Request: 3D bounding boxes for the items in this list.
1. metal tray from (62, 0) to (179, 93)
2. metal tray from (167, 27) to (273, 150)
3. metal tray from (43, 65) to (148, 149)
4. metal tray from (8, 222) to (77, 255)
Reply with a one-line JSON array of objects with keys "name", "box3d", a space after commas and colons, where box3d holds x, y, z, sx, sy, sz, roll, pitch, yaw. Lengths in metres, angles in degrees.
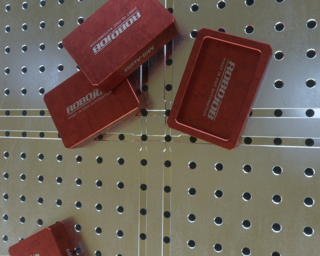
[{"name": "metal tray", "box3d": [-0.053, -0.120, 0.406, 0.130, 0.030, 0.090, -40, 70, 2]}, {"name": "metal tray", "box3d": [0.073, -0.048, 0.383, 0.090, 0.030, 0.129, 21, 97, 18]}, {"name": "metal tray", "box3d": [-0.094, -0.038, 0.442, 0.130, 0.030, 0.090, -29, 81, 17]}, {"name": "metal tray", "box3d": [-0.164, 0.220, 0.466, 0.090, 0.030, 0.130, -30, 81, 17]}]
